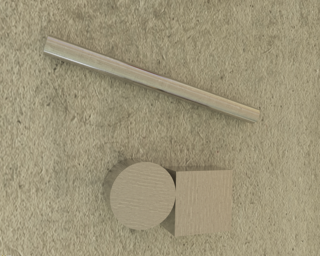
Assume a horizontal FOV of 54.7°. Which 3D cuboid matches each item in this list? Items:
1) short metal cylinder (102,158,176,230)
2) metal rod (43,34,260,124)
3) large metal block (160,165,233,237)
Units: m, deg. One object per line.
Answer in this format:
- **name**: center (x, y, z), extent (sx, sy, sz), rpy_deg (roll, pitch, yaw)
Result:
- **short metal cylinder**: center (-0.027, 0.079, 0.387), extent (0.081, 0.050, 0.079), rpy_deg (0, 90, -20)
- **metal rod**: center (0.004, -0.057, 0.411), extent (0.302, 0.025, 0.025), rpy_deg (16, 85, -20)
- **large metal block**: center (0.048, 0.094, 0.415), extent (0.081, 0.050, 0.079), rpy_deg (1, 90, -21)
